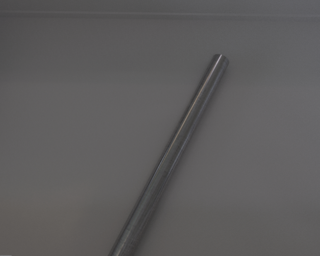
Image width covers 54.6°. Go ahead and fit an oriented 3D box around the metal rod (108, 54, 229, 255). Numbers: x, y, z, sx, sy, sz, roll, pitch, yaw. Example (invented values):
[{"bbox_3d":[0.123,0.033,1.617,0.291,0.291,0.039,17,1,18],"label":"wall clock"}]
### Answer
[{"bbox_3d":[0.019,0.027,0.399,0.025,0.025,0.300,26,72,9],"label":"metal rod"}]
